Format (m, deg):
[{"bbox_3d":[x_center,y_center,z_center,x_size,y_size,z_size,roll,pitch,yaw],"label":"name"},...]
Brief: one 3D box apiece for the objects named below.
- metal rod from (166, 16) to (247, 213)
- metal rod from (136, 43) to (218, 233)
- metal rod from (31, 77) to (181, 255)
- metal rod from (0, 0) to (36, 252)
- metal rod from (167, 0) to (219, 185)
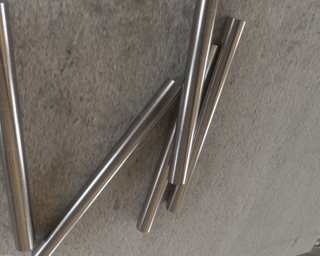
[{"bbox_3d":[0.057,-0.002,0.438,0.025,0.025,0.298,1,118,-29],"label":"metal rod"},{"bbox_3d":[0.017,0.027,0.433,0.025,0.025,0.298,4,117,-31],"label":"metal rod"},{"bbox_3d":[-0.073,0.060,0.405,0.025,0.025,0.299,32,100,-39],"label":"metal rod"},{"bbox_3d":[-0.159,0.022,0.333,0.025,0.025,0.298,-8,122,-25],"label":"metal rod"},{"bbox_3d":[0.042,-0.069,0.364,0.025,0.025,0.298,-3,112,-28],"label":"metal rod"}]
